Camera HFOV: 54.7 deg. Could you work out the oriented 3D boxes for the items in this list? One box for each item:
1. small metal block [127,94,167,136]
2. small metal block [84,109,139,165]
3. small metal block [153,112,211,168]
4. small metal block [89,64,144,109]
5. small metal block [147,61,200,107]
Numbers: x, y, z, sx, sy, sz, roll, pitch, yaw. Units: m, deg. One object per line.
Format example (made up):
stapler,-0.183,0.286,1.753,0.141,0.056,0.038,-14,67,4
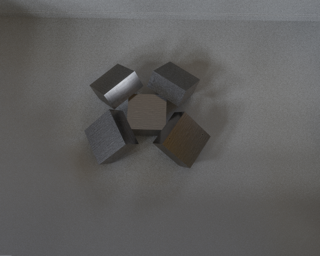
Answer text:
small metal block,-0.017,-0.017,0.413,0.050,0.025,0.050,2,70,0
small metal block,-0.062,0.012,0.390,0.050,0.025,0.050,-37,70,27
small metal block,0.028,0.015,0.390,0.050,0.025,0.050,42,72,-22
small metal block,-0.059,-0.057,0.414,0.050,0.025,0.050,-41,38,-13
small metal block,0.019,-0.061,0.417,0.050,0.025,0.050,33,36,11
